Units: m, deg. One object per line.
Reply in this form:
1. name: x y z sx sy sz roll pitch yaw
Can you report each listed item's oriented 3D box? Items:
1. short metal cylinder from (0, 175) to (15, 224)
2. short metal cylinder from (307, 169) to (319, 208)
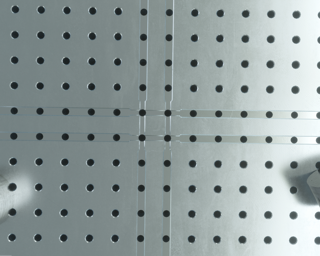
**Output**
1. short metal cylinder: -0.239 0.098 0.398 0.081 0.050 0.079 0 90 -1
2. short metal cylinder: 0.236 0.077 0.389 0.080 0.080 0.050 -27 90 0
